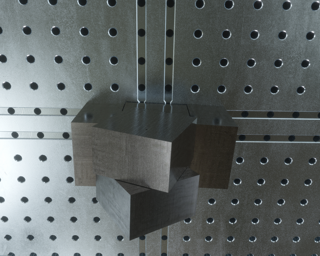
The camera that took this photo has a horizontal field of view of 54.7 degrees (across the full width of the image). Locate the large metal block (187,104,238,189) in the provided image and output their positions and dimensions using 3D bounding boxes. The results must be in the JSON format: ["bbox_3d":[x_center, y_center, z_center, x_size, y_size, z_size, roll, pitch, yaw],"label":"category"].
[{"bbox_3d":[0.058,0.020,0.392,0.050,0.080,0.079,4,110,-2],"label":"large metal block"}]

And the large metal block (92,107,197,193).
[{"bbox_3d":[-0.013,0.017,0.322,0.080,0.080,0.050,11,111,20],"label":"large metal block"}]

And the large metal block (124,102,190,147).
[{"bbox_3d":[-0.007,0.013,0.403,0.081,0.050,0.079,2,110,-2],"label":"large metal block"}]

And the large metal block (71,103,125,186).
[{"bbox_3d":[-0.074,0.018,0.390,0.050,0.080,0.079,2,110,-1],"label":"large metal block"}]

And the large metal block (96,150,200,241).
[{"bbox_3d":[-0.016,0.065,0.337,0.081,0.080,0.050,-10,114,-32],"label":"large metal block"}]
